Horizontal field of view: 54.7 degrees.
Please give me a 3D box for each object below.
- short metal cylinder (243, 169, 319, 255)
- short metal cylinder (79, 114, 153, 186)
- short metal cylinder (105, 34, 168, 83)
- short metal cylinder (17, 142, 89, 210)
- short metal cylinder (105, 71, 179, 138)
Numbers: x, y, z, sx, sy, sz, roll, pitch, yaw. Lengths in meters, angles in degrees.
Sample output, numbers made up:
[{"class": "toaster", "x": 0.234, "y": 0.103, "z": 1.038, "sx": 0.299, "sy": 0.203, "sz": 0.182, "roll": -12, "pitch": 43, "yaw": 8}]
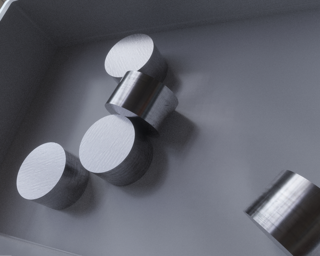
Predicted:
[{"class": "short metal cylinder", "x": 0.118, "y": 0.081, "z": 0.259, "sx": 0.050, "sy": 0.080, "sz": 0.080, "roll": -45, "pitch": 51, "yaw": -3}, {"class": "short metal cylinder", "x": -0.056, "y": 0.029, "z": 0.401, "sx": 0.080, "sy": 0.050, "sz": 0.080, "roll": -13, "pitch": 56, "yaw": 21}, {"class": "short metal cylinder", "x": -0.035, "y": -0.094, "z": 0.466, "sx": 0.080, "sy": 0.050, "sz": 0.080, "roll": -13, "pitch": 56, "yaw": 21}, {"class": "short metal cylinder", "x": -0.146, "y": 0.066, "z": 0.426, "sx": 0.080, "sy": 0.050, "sz": 0.080, "roll": -13, "pitch": 56, "yaw": 21}, {"class": "short metal cylinder", "x": -0.023, "y": -0.029, "z": 0.401, "sx": 0.080, "sy": 0.080, "sz": 0.050, "roll": 19, "pitch": 72, "yaw": 35}]
